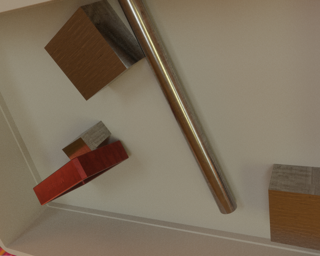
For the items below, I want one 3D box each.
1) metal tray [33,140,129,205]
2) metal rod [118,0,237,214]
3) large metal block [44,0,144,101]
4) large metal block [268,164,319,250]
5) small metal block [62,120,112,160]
[{"bbox_3d":[-0.119,0.068,0.466,0.130,0.091,0.030,-33,84,38],"label":"metal tray"},{"bbox_3d":[0.030,-0.017,0.381,0.025,0.025,0.299,-15,111,34],"label":"metal rod"},{"bbox_3d":[-0.077,-0.092,0.374,0.080,0.050,0.080,-29,103,37],"label":"large metal block"},{"bbox_3d":[0.173,0.092,0.358,0.080,0.050,0.079,2,120,27],"label":"large metal block"},{"bbox_3d":[-0.108,0.020,0.460,0.050,0.050,0.025,-28,103,37],"label":"small metal block"}]
